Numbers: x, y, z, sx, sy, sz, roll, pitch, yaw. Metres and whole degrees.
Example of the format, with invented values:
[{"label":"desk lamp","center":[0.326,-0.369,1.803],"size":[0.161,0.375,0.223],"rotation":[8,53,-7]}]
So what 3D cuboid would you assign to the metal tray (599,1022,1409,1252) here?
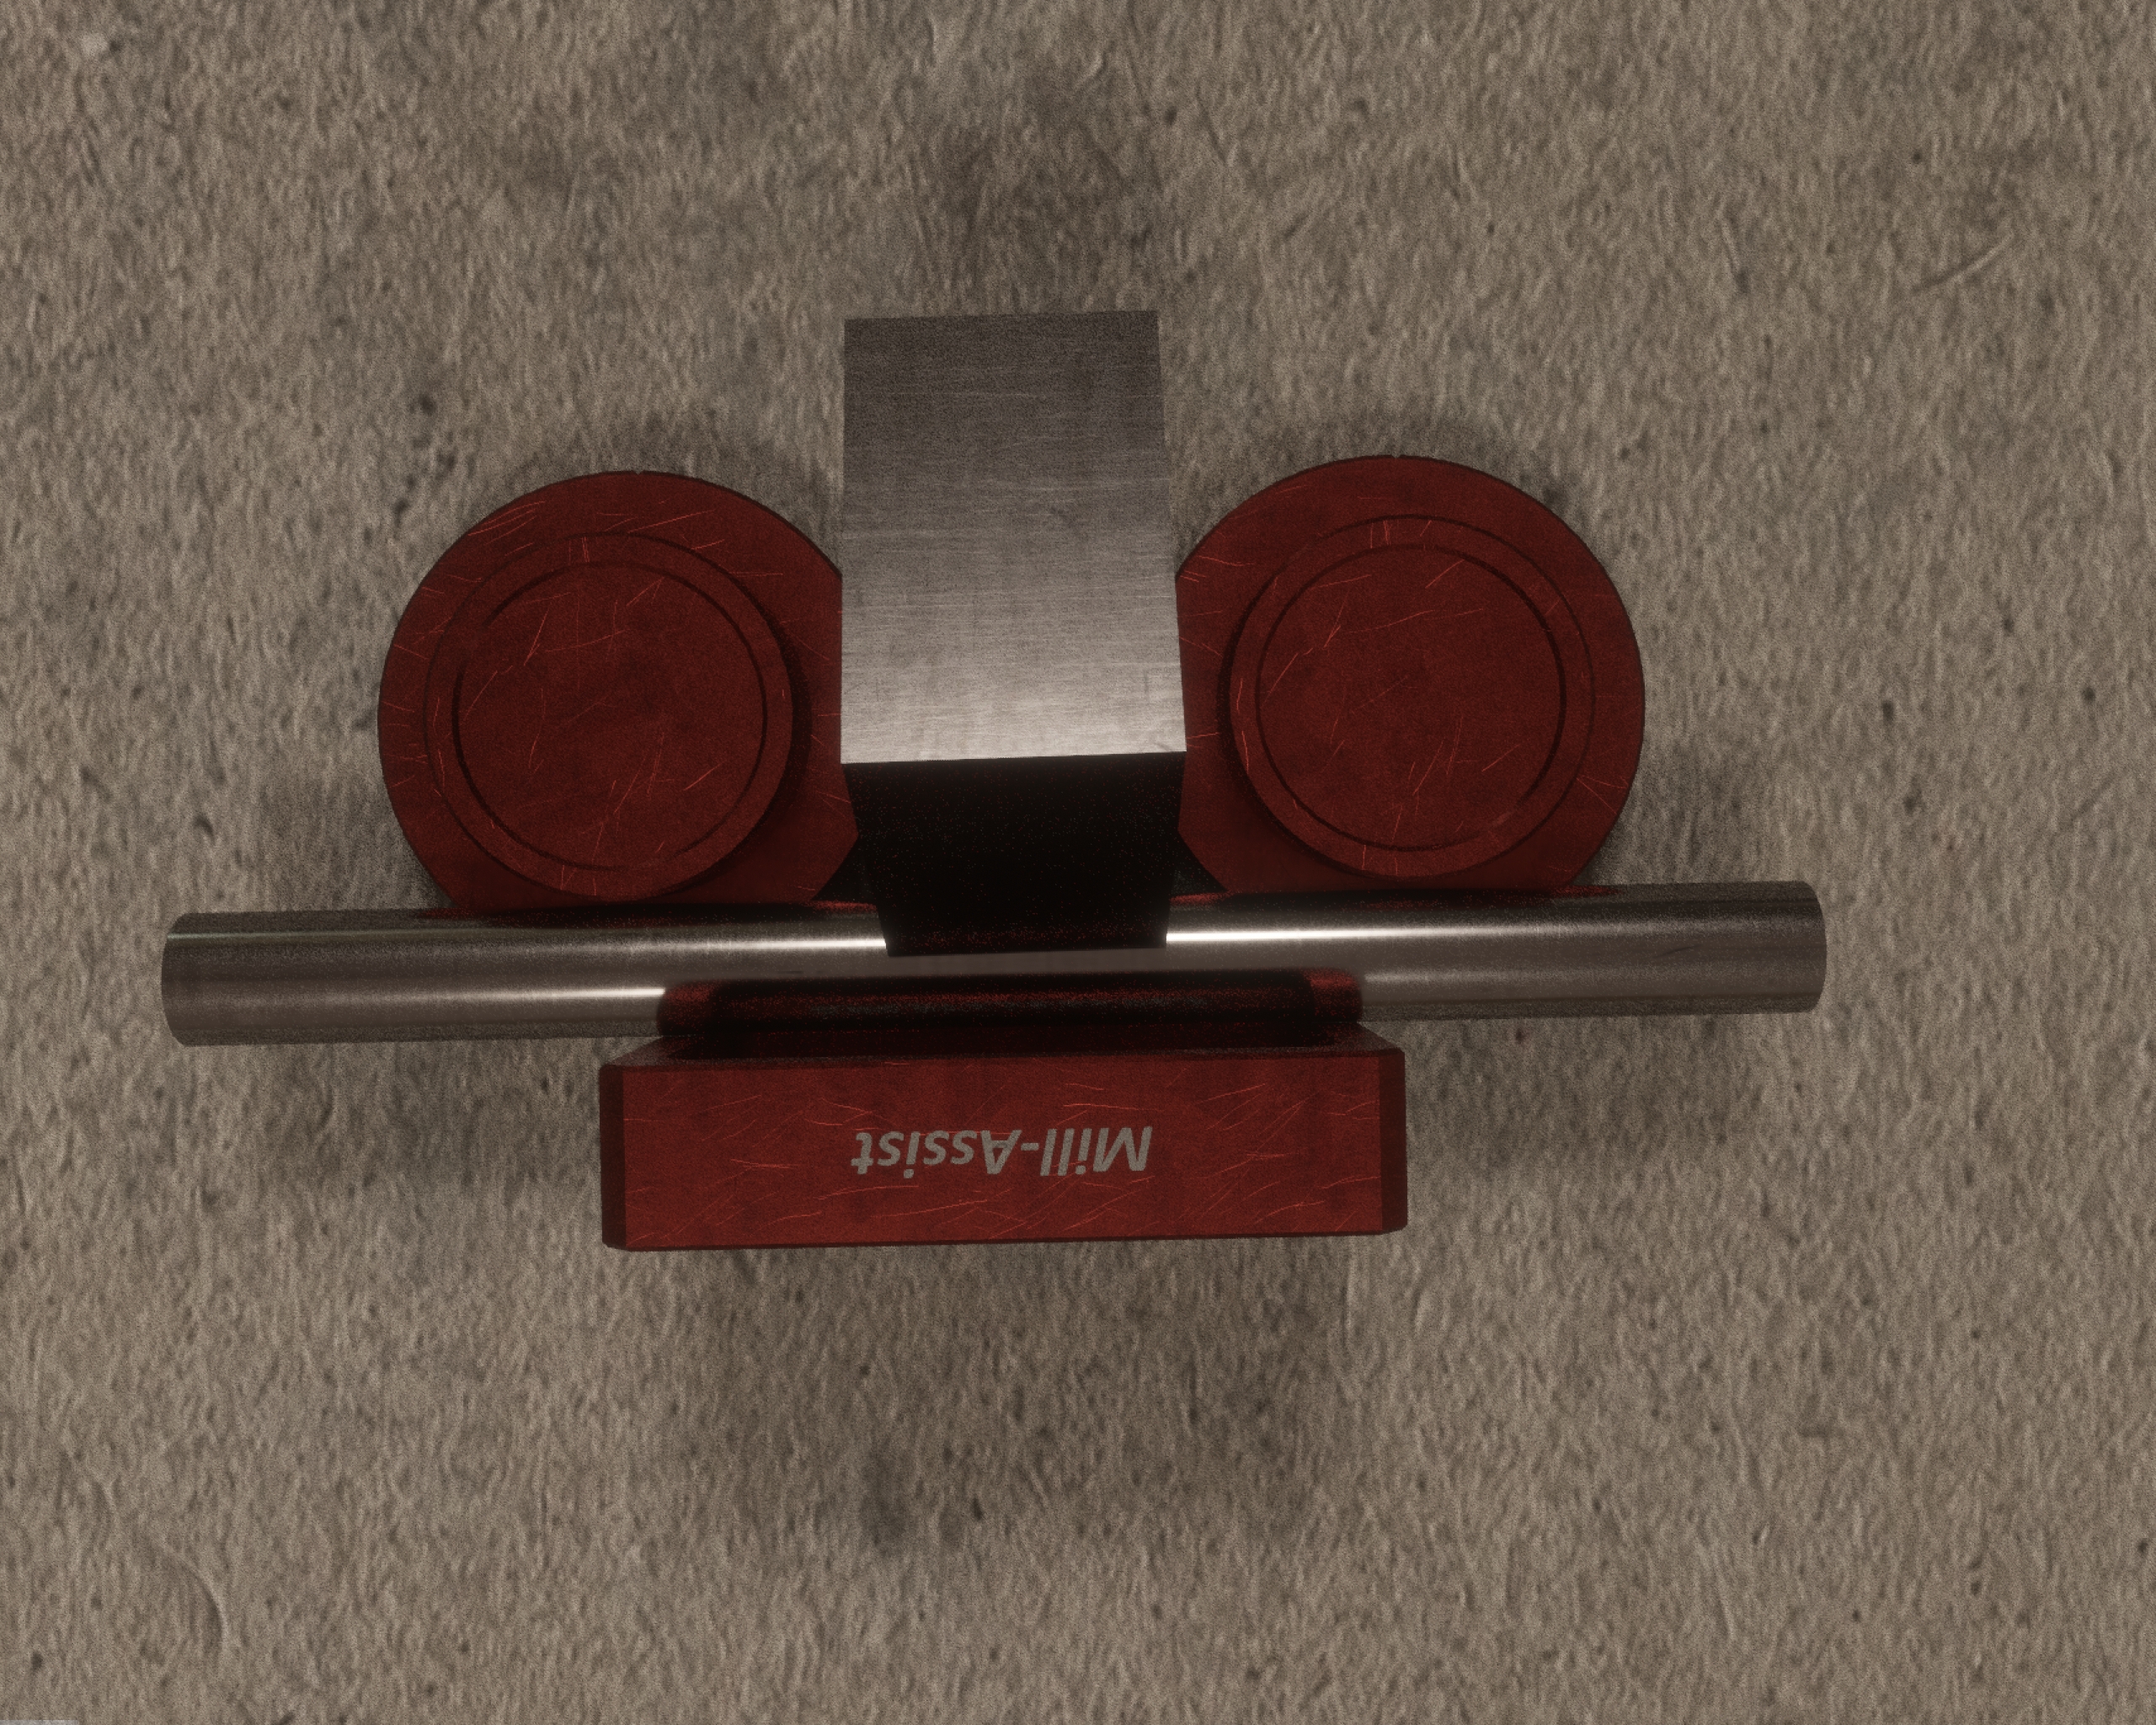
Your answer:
[{"label":"metal tray","center":[-0.012,0.046,0.378],"size":[0.131,0.090,0.030],"rotation":[-1,90,-1]}]

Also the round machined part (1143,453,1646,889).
[{"label":"round machined part","center":[0.061,-0.031,0.403],"size":[0.099,0.042,0.097],"rotation":[0,90,-1]}]

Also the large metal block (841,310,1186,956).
[{"label":"large metal block","center":[-0.011,-0.036,0.357],"size":[0.050,0.080,0.080],"rotation":[-2,67,-1]}]

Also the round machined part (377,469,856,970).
[{"label":"round machined part","center":[-0.085,-0.027,0.400],"size":[0.099,0.042,0.097],"rotation":[0,90,-1]}]

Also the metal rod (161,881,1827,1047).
[{"label":"metal rod","center":[-0.014,0.019,0.390],"size":[0.302,0.025,0.025],"rotation":[-1,90,-1]}]
